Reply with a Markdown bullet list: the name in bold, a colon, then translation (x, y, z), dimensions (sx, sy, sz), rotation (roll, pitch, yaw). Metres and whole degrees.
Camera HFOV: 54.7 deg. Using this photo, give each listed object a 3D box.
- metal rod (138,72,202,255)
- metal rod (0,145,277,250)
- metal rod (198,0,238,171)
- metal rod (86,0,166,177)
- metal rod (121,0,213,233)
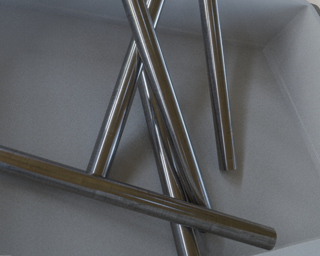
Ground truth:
- **metal rod**: translation (0.000, 0.012, 0.397), dimensions (0.025, 0.025, 0.299), rotation (0, 62, -28)
- **metal rod**: translation (-0.019, 0.076, 0.324), dimensions (0.302, 0.025, 0.025), rotation (19, 54, -8)
- **metal rod**: translation (0.075, -0.092, 0.422), dimensions (0.025, 0.025, 0.298), rotation (-8, 91, -32)
- **metal rod**: translation (-0.027, -0.088, 0.368), dimensions (0.025, 0.025, 0.299), rotation (20, 78, -17)
- **metal rod**: translation (0.010, -0.023, 0.353), dimensions (0.025, 0.025, 0.298), rotation (-22, 97, -36)
